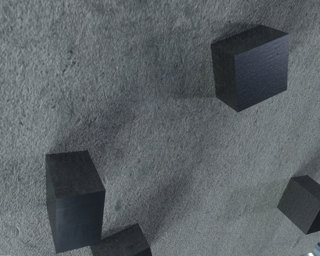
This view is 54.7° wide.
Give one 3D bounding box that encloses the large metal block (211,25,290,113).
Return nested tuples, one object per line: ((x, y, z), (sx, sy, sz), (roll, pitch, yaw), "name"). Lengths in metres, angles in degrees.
((0.118, -0.079, 0.406), (0.081, 0.050, 0.080), (-24, 127, -14), "large metal block")

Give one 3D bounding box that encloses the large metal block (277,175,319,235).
((0.298, 0.154, 0.629), (0.050, 0.080, 0.079), (-2, 119, -28), "large metal block")

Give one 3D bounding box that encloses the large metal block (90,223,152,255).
((-0.056, 0.211, 0.490), (0.081, 0.050, 0.080), (-21, 127, -16), "large metal block")

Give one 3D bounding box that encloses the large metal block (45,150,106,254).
((-0.103, 0.084, 0.367), (0.050, 0.080, 0.079), (-5, 121, -26), "large metal block")
